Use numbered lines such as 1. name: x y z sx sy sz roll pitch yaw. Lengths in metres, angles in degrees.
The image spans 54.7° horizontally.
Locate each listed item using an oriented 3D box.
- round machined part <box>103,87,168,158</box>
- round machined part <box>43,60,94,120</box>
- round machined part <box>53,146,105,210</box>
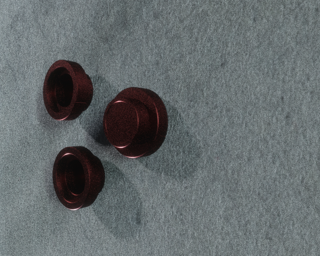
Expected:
1. round machined part: -0.040 -0.008 0.425 0.098 0.042 0.097 0 90 39
2. round machined part: -0.148 -0.061 0.513 0.098 0.042 0.097 0 90 39
3. round machined part: -0.126 0.077 0.495 0.098 0.042 0.097 0 90 39
